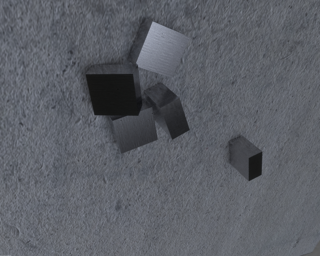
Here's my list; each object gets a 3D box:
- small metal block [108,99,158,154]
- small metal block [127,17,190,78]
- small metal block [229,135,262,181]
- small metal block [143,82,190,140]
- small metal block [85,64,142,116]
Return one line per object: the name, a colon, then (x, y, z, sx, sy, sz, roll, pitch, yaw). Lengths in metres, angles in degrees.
small metal block: (-0.034, -0.002, 0.387, 0.050, 0.025, 0.050, -21, 127, -16)
small metal block: (-0.002, -0.090, 0.350, 0.050, 0.025, 0.050, 12, 112, -33)
small metal block: (0.136, 0.048, 0.494, 0.025, 0.050, 0.050, -23, 127, -15)
small metal block: (0.008, -0.022, 0.381, 0.025, 0.050, 0.050, -29, 128, -10)
small metal block: (-0.049, -0.041, 0.340, 0.050, 0.025, 0.050, 1, 124, 8)
